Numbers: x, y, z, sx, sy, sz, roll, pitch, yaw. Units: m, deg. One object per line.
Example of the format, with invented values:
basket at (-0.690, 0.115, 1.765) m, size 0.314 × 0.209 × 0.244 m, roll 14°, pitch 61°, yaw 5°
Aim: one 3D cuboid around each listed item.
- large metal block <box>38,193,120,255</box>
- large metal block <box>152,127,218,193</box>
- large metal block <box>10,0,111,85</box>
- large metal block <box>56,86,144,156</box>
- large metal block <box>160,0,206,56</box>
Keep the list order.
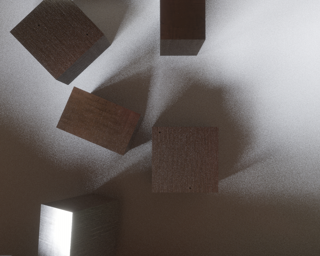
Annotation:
large metal block at (-0.096, 0.129, 0.376) m, size 0.050 × 0.080 × 0.079 m, roll 4°, pitch 90°, yaw 31°
large metal block at (0.030, 0.038, 0.399) m, size 0.081 × 0.050 × 0.079 m, roll 0°, pitch 90°, yaw -1°
large metal block at (-0.124, -0.114, 0.397) m, size 0.080 × 0.050 × 0.080 m, roll -44°, pitch 91°, yaw 0°
large metal block at (-0.068, -0.008, 0.383) m, size 0.080 × 0.080 × 0.050 m, roll 23°, pitch 90°, yaw -1°
large metal block at (0.025, -0.139, 0.384) m, size 0.050 × 0.080 × 0.079 m, roll 0°, pitch 90°, yaw 0°
